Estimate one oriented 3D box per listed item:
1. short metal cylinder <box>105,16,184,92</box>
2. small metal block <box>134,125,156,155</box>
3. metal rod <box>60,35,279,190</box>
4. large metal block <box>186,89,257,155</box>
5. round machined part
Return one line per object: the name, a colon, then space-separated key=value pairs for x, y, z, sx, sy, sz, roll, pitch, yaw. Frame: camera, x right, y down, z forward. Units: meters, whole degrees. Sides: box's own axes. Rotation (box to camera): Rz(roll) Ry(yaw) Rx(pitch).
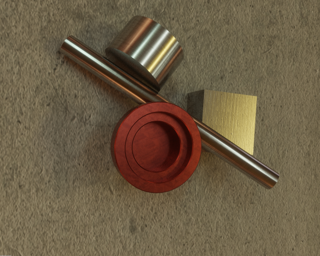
short metal cylinder: x=-0.018 y=-0.087 z=0.375 sx=0.080 sy=0.080 sz=0.050 roll=39 pitch=78 yaw=-16
small metal block: x=-0.026 y=0.008 z=0.389 sx=0.025 sy=0.050 sz=0.050 roll=-2 pitch=91 yaw=-20
metal rod: x=0.014 y=-0.017 z=0.377 sx=0.301 sy=0.025 sz=0.025 roll=33 pitch=79 yaw=-3
large metal block: x=0.083 y=-0.007 z=0.429 sx=0.081 sy=0.050 sz=0.080 roll=5 pitch=89 yaw=-20
round machined part: x=-0.007 y=0.020 z=0.347 sx=0.099 sy=0.042 sz=0.097 roll=-1 pitch=92 yaw=-20
